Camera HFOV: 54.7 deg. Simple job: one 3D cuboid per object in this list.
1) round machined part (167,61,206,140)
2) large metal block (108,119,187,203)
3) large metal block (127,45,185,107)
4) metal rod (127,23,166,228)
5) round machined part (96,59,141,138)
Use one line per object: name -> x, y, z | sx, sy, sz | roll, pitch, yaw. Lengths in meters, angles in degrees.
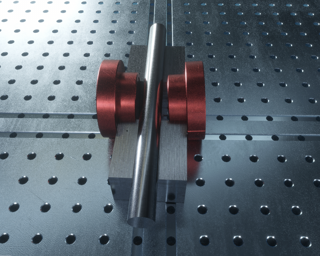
round machined part -> 0.033, -0.033, 0.388 | 0.042, 0.098, 0.098 | -2, 50, 5
large metal block -> -0.011, 0.037, 0.360 | 0.080, 0.050, 0.080 | 2, 50, 2
large metal block -> -0.005, -0.076, 0.455 | 0.080, 0.050, 0.080 | 2, 50, 1
metal rod -> -0.010, -0.031, 0.369 | 0.025, 0.025, 0.300 | 2, 50, 2
round machined part -> -0.048, -0.036, 0.389 | 0.042, 0.097, 0.098 | 1, 50, 1
